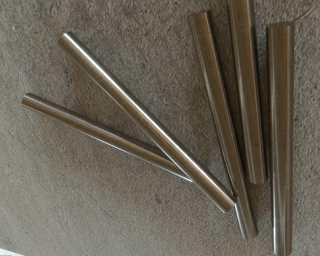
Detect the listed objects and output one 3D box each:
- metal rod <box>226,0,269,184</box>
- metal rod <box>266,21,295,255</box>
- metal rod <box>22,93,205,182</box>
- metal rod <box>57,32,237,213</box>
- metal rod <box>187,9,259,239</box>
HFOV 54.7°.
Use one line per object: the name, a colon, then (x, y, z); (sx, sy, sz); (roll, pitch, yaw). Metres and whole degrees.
metal rod: (0.088, -0.070, 0.317); (0.025, 0.025, 0.298); (1, 119, 28)
metal rod: (0.139, 0.034, 0.354); (0.025, 0.025, 0.298); (3, 120, 27)
metal rod: (-0.074, 0.012, 0.453); (0.301, 0.025, 0.025); (22, 127, 14)
metal rod: (-0.017, -0.009, 0.395); (0.300, 0.025, 0.025); (45, 129, 2)
metal rod: (0.082, 0.014, 0.372); (0.025, 0.025, 0.298); (-4, 117, 30)
